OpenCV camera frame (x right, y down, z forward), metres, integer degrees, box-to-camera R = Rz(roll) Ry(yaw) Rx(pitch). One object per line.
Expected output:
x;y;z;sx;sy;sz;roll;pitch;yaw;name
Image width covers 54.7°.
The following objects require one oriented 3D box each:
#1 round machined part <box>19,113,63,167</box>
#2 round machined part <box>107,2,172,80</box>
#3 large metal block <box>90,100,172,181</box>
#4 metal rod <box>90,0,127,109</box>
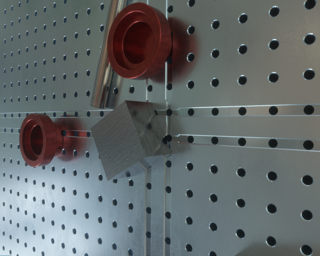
-0.219;0.022;0.579;0.098;0.042;0.097;0;90;40;round machined part
-0.023;-0.113;0.417;0.098;0.042;0.097;0;90;40;round machined part
-0.042;0.018;0.428;0.080;0.050;0.080;-34;69;35;large metal block
-0.065;-0.176;0.462;0.025;0.025;0.298;22;104;38;metal rod
